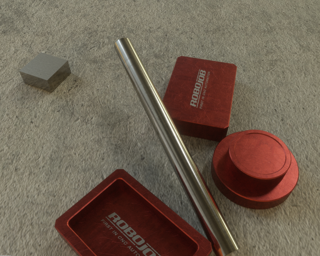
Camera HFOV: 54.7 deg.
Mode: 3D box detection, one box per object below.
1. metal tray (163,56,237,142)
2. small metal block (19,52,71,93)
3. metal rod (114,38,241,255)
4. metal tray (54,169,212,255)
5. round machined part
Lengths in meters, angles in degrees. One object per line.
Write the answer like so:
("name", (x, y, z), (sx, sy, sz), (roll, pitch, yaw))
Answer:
("metal tray", (0.056, -0.046, 0.439), (0.090, 0.030, 0.130), (11, 51, 9))
("small metal block", (-0.174, -0.085, 0.473), (0.050, 0.025, 0.050), (19, 52, 15))
("metal rod", (0.007, 0.003, 0.368), (0.025, 0.025, 0.299), (-19, 63, -15))
("metal tray", (-0.027, 0.111, 0.306), (0.130, 0.030, 0.090), (35, 58, 25))
("round machined part", (0.111, 0.040, 0.360), (0.099, 0.042, 0.098), (0, 50, 0))
